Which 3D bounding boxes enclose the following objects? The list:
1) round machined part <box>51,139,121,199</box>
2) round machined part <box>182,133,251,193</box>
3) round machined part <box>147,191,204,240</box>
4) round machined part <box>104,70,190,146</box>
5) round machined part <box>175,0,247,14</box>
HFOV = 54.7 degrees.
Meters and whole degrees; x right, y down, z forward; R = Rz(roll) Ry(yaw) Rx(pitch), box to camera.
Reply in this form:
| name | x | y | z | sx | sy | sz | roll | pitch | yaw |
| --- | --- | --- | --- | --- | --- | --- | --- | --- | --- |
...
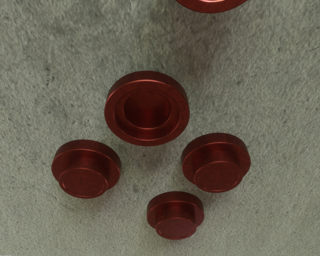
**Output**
| name | x | y | z | sx | sy | sz | roll | pitch | yaw |
| --- | --- | --- | --- | --- | --- | --- | --- | --- | --- |
| round machined part | -0.108 | 0.066 | 0.451 | 0.099 | 0.042 | 0.097 | -1 | 130 | 0 |
| round machined part | 0.081 | 0.056 | 0.446 | 0.099 | 0.042 | 0.097 | -1 | 130 | 0 |
| round machined part | 0.027 | 0.155 | 0.529 | 0.099 | 0.042 | 0.097 | -1 | 130 | 0 |
| round machined part | -0.015 | -0.027 | 0.373 | 0.099 | 0.042 | 0.097 | -1 | 130 | 0 |
| round machined part | 0.045 | -0.154 | 0.266 | 0.099 | 0.042 | 0.097 | -1 | 130 | 0 |
